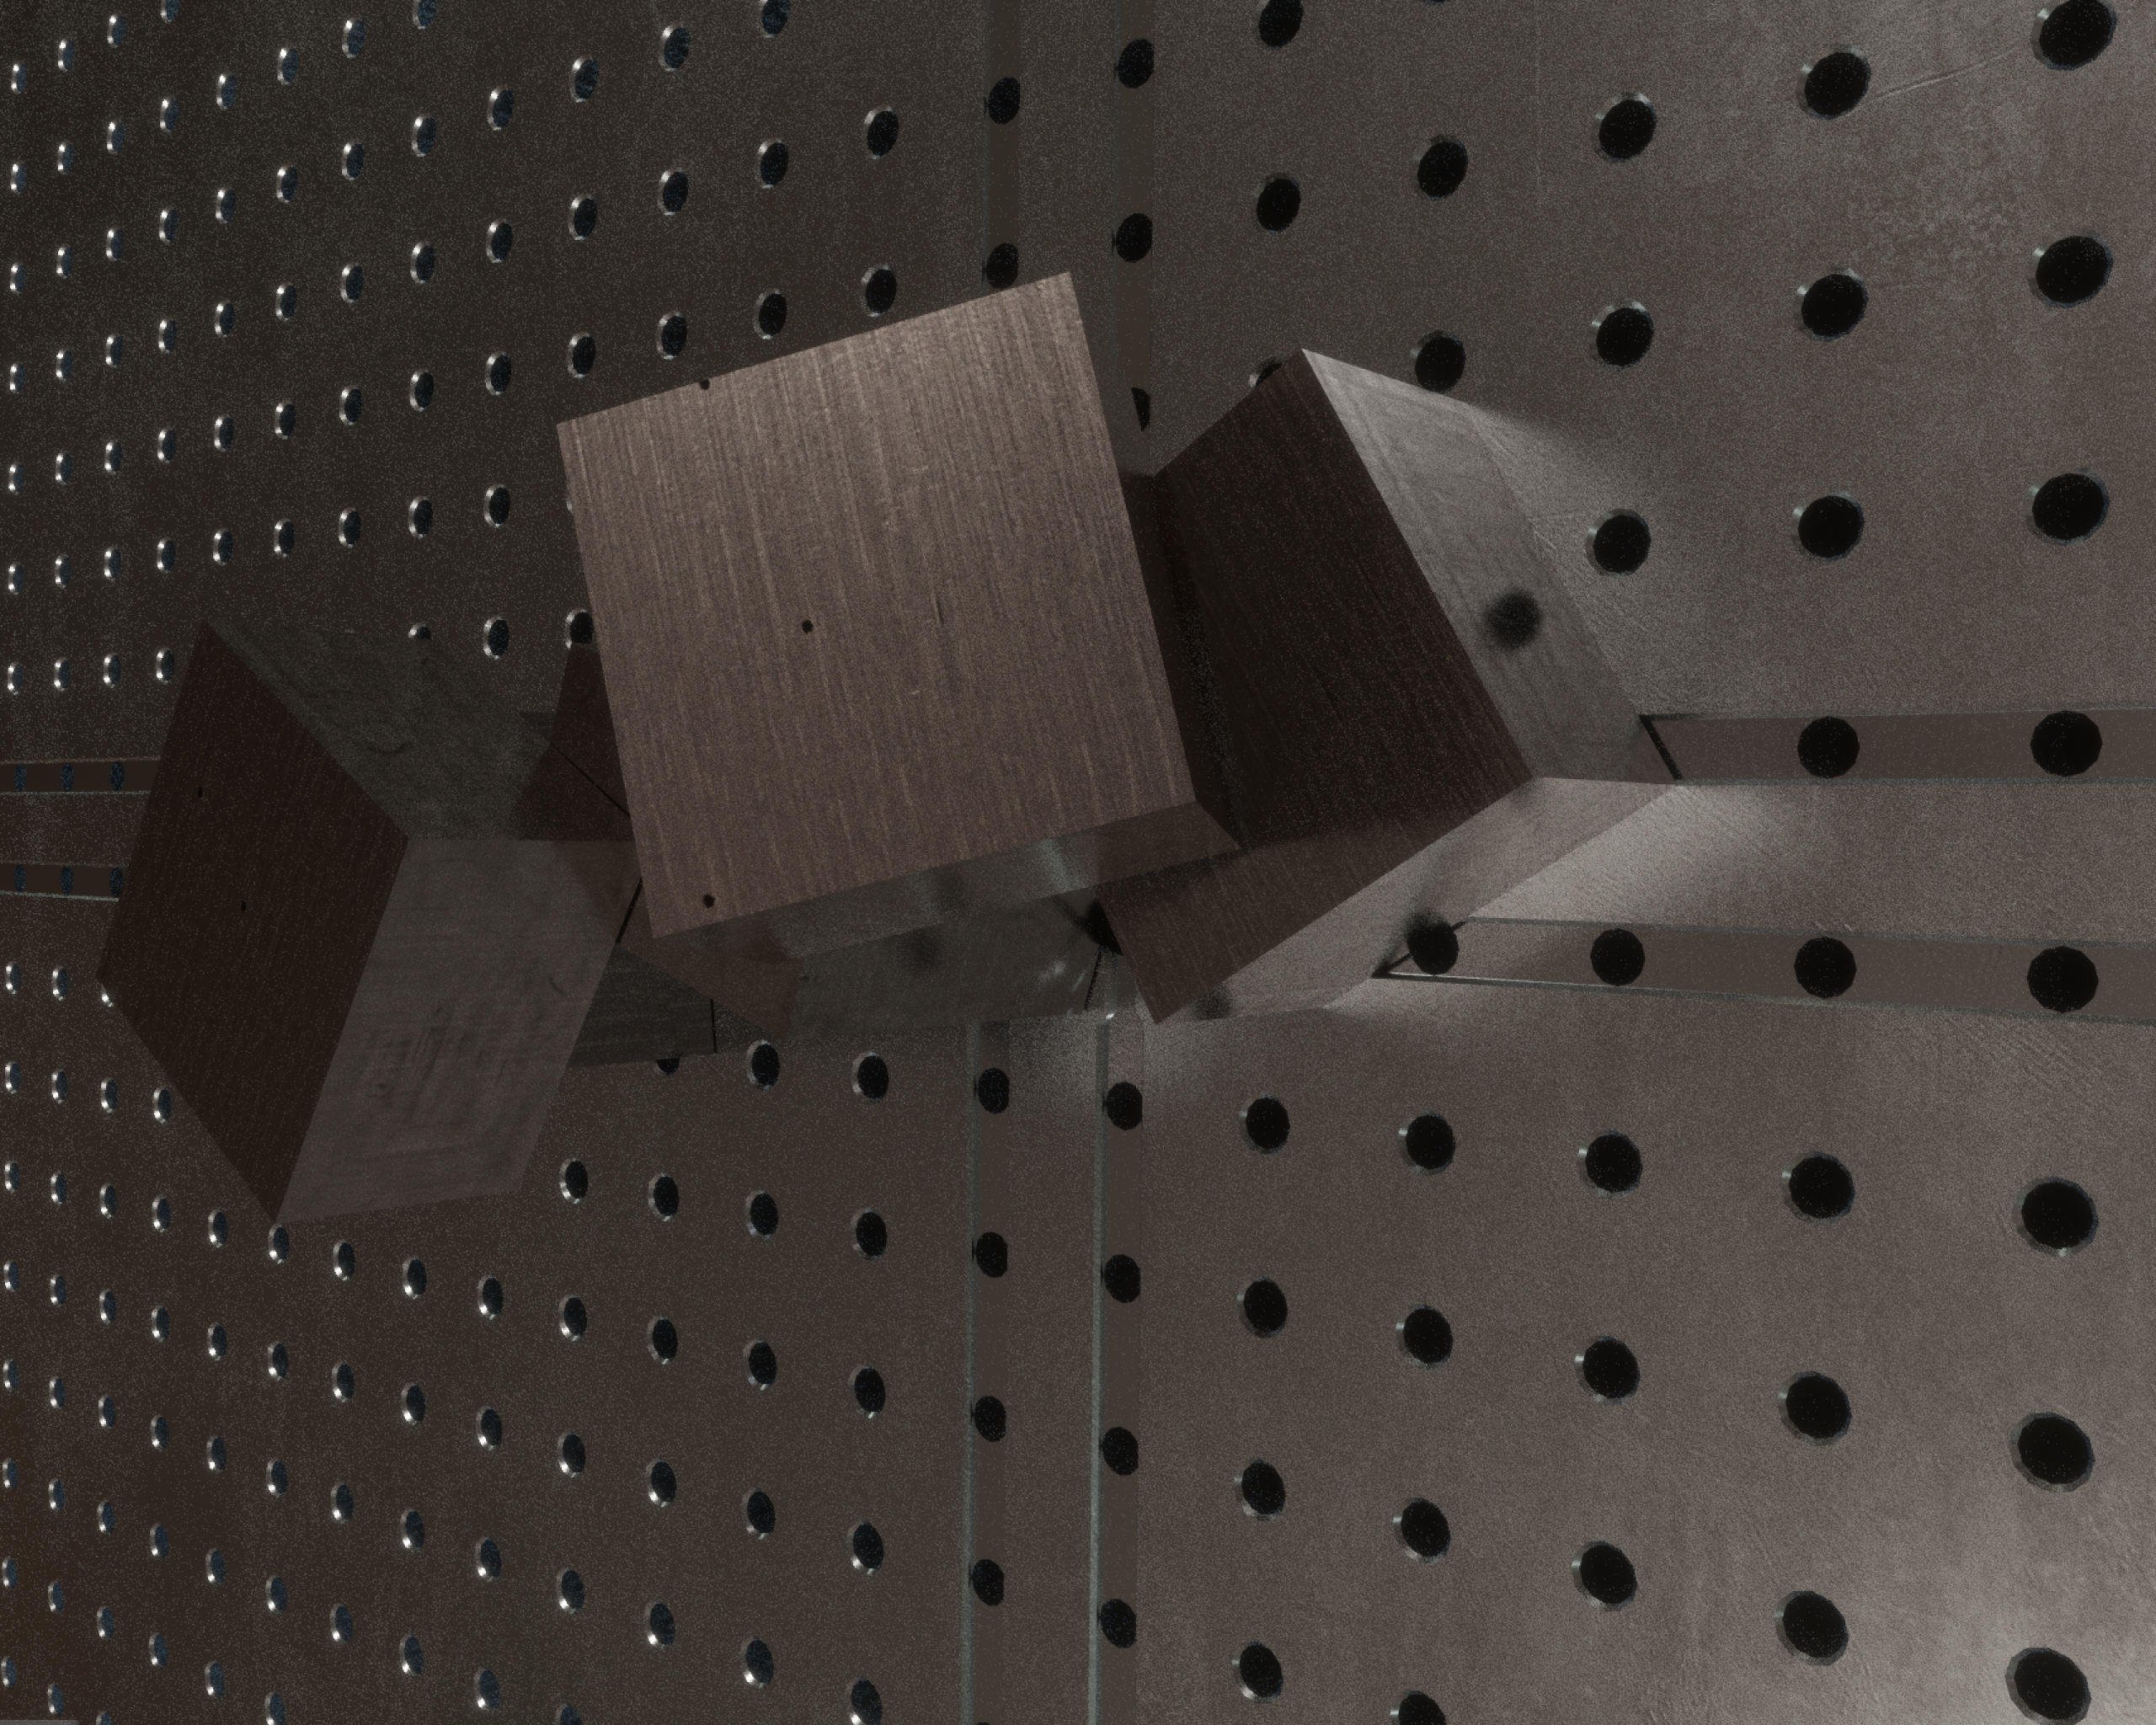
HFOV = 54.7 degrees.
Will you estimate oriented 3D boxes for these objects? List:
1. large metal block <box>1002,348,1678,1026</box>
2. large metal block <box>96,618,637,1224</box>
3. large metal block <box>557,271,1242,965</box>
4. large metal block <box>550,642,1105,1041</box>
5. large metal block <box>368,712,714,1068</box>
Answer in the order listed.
[{"bbox_3d":[0.040,-0.027,0.358,0.080,0.050,0.080,-37,68,33],"label":"large metal block"},{"bbox_3d":[-0.136,0.009,0.397,0.080,0.050,0.079,38,113,33],"label":"large metal block"},{"bbox_3d":[-0.026,-0.034,0.323,0.080,0.050,0.080,-14,80,9],"label":"large metal block"},{"bbox_3d":[-0.048,-0.006,0.410,0.080,0.081,0.050,24,105,37],"label":"large metal block"},{"bbox_3d":[-0.134,0.009,0.481,0.050,0.081,0.080,-8,85,39],"label":"large metal block"}]
